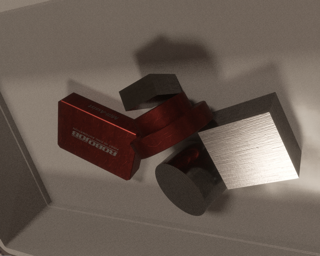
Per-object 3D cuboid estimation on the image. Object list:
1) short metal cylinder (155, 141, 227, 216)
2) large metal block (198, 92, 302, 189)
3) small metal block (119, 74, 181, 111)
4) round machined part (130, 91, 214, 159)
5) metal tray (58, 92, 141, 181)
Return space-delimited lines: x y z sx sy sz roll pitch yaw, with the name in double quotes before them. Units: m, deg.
"short metal cylinder" 0.040 0.063 0.393 0.080 0.050 0.079 33 143 29
"large metal block" 0.102 0.016 0.348 0.080 0.050 0.080 -18 109 34
"small metal block" -0.011 -0.042 0.367 0.050 0.050 0.025 -23 84 36
"round machined part" 0.008 -0.007 0.353 0.098 0.099 0.042 -27 95 37
"metal tray" -0.088 0.013 0.458 0.130 0.030 0.089 24 127 13
